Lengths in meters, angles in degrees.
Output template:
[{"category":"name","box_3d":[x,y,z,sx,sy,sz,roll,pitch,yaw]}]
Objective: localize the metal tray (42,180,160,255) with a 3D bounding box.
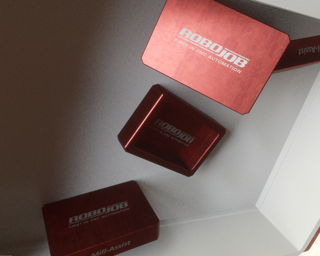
[{"category":"metal tray","box_3d":[-0.077,0.122,0.400,0.131,0.090,0.030,-12,124,-22]}]

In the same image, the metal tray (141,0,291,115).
[{"category":"metal tray","box_3d":[0.057,-0.083,0.333,0.130,0.030,0.089,29,107,8]}]

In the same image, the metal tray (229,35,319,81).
[{"category":"metal tray","box_3d":[0.162,-0.090,0.400,0.131,0.090,0.030,-15,94,-21]}]

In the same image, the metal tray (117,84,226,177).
[{"category":"metal tray","box_3d":[0.020,0.009,0.423,0.131,0.030,0.090,27,103,-38]}]
